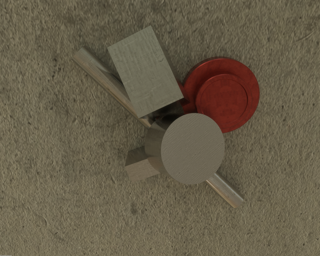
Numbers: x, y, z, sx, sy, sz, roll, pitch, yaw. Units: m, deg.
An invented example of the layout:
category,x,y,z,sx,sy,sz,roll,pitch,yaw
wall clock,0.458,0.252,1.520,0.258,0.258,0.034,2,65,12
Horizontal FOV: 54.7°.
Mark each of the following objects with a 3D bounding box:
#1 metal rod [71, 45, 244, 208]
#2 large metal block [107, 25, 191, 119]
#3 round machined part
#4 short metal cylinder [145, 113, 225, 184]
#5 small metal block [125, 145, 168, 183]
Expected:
category,x,y,z,sx,sy,sz,roll,pitch,yaw
metal rod,0.007,0.007,0.414,0.025,0.025,0.300,-43,105,14
large metal block,-0.008,-0.057,0.349,0.050,0.080,0.080,-25,86,10
round machined part,0.076,-0.038,0.388,0.099,0.042,0.097,0,110,-1
short metal cylinder,0.028,0.022,0.366,0.081,0.050,0.079,-1,93,-23
small metal block,-0.017,0.043,0.414,0.050,0.050,0.025,-20,108,6
